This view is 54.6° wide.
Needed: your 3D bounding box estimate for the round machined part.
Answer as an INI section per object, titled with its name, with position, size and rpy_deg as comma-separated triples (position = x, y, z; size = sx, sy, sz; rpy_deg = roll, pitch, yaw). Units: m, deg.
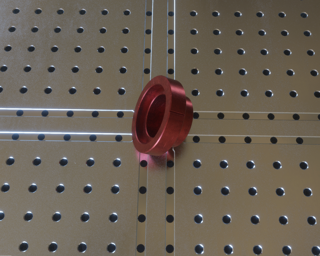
[round machined part]
position = 0.005, -0.013, 0.388
size = 0.042, 0.098, 0.098
rpy_deg = 15, 67, -28
